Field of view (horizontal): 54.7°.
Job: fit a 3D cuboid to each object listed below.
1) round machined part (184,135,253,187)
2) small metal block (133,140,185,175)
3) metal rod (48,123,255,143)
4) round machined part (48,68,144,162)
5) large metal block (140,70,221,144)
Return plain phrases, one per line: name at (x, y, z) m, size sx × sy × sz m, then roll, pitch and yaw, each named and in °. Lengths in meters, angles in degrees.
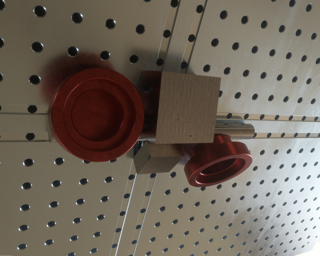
round machined part at (0.082, 0.046, 0.458) m, size 0.099 × 0.042 × 0.098 m, roll -14°, pitch 148°, yaw -9°
small metal block at (-0.002, 0.040, 0.422) m, size 0.050 × 0.025 × 0.050 m, roll 1°, pitch 147°, yaw -29°
metal rod at (0.009, 0.005, 0.420) m, size 0.303 × 0.025 × 0.025 m, roll 0°, pitch 118°, yaw -29°
round machined part at (-0.070, -0.014, 0.337) m, size 0.099 × 0.042 × 0.097 m, roll -2°, pitch 93°, yaw -29°
large metal block at (0.022, -0.026, 0.376) m, size 0.081 × 0.050 × 0.079 m, roll 1°, pitch 100°, yaw -29°
